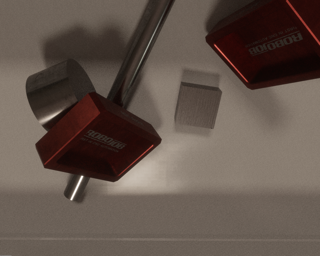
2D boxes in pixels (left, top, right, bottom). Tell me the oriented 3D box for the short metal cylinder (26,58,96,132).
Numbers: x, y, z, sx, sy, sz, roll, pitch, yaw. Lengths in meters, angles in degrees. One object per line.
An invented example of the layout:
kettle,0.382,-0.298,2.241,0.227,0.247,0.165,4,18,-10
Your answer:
short metal cylinder,-0.111,-0.035,0.367,0.050,0.080,0.080,-21,109,7

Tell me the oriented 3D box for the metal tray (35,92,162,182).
metal tray,-0.065,0.018,0.368,0.090,0.030,0.130,-42,150,10

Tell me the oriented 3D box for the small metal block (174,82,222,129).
small metal block,0.048,-0.029,0.401,0.050,0.025,0.050,8,110,-4

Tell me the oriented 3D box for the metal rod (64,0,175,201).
metal rod,-0.059,-0.029,0.399,0.025,0.025,0.298,25,108,-9

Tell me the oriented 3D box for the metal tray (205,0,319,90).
metal tray,0.115,-0.088,0.324,0.090,0.130,0.030,43,75,-16
